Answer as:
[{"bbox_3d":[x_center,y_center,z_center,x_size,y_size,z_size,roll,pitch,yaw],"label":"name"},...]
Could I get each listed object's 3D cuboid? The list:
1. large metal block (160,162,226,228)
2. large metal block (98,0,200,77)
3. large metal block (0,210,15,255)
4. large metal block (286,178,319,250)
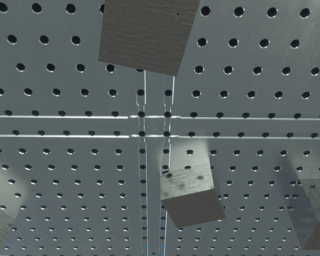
[{"bbox_3d":[0.052,0.108,0.488,0.080,0.050,0.080,-15,129,12],"label":"large metal block"},{"bbox_3d":[-0.013,-0.105,0.306,0.081,0.050,0.079,10,130,-9],"label":"large metal block"},{"bbox_3d":[-0.307,0.175,0.520,0.050,0.080,0.080,-23,127,18],"label":"large metal block"},{"bbox_3d":[0.251,0.138,0.497,0.050,0.080,0.079,-1,130,0],"label":"large metal block"}]
